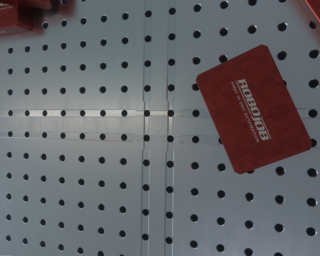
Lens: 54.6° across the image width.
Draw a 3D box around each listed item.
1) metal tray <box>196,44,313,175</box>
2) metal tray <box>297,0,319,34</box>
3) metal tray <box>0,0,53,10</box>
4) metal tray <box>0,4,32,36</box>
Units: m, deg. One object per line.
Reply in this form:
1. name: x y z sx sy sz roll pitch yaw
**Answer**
1. metal tray: 0.110 -0.021 0.371 0.090 0.030 0.130 -24 82 18
2. metal tray: 0.201 -0.160 0.339 0.090 0.030 0.130 -31 80 17
3. metal tray: -0.203 -0.250 0.458 0.091 0.030 0.129 5 88 -8
4. metal tray: -0.273 -0.200 0.507 0.130 0.030 0.090 -2 89 20
